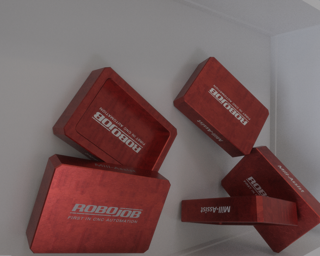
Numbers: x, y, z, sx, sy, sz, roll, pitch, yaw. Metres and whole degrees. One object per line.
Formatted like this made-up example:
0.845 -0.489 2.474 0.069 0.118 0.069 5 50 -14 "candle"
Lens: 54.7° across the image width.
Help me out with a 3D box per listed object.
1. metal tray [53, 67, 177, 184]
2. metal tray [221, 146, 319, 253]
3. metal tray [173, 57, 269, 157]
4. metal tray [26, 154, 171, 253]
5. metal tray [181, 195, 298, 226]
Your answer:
-0.045 0.004 0.364 0.130 0.030 0.090 42 65 -32 "metal tray"
0.161 0.102 0.455 0.030 0.089 0.130 -4 48 -45 "metal tray"
0.094 -0.030 0.458 0.130 0.030 0.090 40 64 -14 "metal tray"
-0.061 0.084 0.328 0.131 0.030 0.089 15 96 -33 "metal tray"
0.104 0.115 0.423 0.091 0.130 0.030 18 66 -38 "metal tray"
